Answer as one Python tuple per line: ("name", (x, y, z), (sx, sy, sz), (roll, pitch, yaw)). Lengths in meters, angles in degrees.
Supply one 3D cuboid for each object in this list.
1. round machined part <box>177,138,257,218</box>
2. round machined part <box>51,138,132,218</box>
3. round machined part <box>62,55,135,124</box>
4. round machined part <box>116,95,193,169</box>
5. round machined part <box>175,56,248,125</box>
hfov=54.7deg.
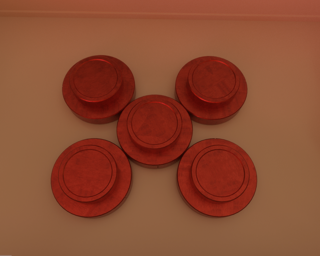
("round machined part", (0.070, 0.058, 0.379), (0.099, 0.042, 0.098), (0, 70, -1))
("round machined part", (-0.084, 0.059, 0.377), (0.099, 0.042, 0.098), (0, 70, -1))
("round machined part", (-0.083, -0.058, 0.419), (0.099, 0.042, 0.098), (0, 70, -1))
("round machined part", (-0.007, 0.000, 0.398), (0.099, 0.042, 0.098), (0, 70, -1))
("round machined part", (0.070, -0.057, 0.421), (0.099, 0.042, 0.098), (0, 70, -1))
